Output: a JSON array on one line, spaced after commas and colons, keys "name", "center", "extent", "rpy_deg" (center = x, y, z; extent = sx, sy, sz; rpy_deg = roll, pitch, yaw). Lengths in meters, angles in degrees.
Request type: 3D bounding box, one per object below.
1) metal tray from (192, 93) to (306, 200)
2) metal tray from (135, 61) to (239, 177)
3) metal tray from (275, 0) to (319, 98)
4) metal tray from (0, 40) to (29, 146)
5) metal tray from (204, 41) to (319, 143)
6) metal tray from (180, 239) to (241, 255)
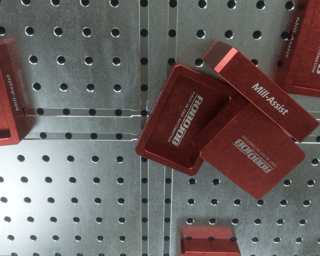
[{"name": "metal tray", "center": [0.117, 0.028, 0.401], "extent": [0.130, 0.030, 0.090], "rpy_deg": [38, 101, -28]}, {"name": "metal tray", "center": [0.033, -0.010, 0.407], "extent": [0.090, 0.030, 0.129], "rpy_deg": [23, 108, -9]}, {"name": "metal tray", "center": [0.204, -0.102, 0.374], "extent": [0.091, 0.030, 0.129], "rpy_deg": [8, 110, -3]}, {"name": "metal tray", "center": [-0.231, -0.040, 0.394], "extent": [0.090, 0.030, 0.129], "rpy_deg": [-5, 110, 2]}, {"name": "metal tray", "center": [0.114, -0.045, 0.362], "extent": [0.130, 0.090, 0.030], "rpy_deg": [37, 106, -13]}, {"name": "metal tray", "center": [0.076, 0.242, 0.500], "extent": [0.090, 0.030, 0.129], "rpy_deg": [2, 110, -1]}]
